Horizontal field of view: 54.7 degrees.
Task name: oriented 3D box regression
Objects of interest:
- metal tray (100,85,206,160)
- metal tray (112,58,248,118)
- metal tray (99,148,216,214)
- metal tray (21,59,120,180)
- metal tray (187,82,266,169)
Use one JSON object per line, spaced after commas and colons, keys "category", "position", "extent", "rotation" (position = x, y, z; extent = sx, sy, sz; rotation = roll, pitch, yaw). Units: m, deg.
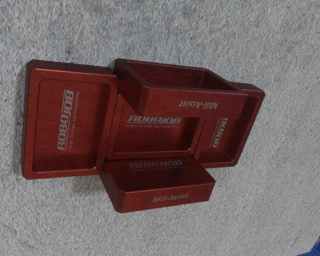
{"category": "metal tray", "position": [-0.006, -0.007, 0.399], "extent": [0.131, 0.030, 0.089], "rotation": [1, 118, -29]}
{"category": "metal tray", "position": [0.021, -0.045, 0.352], "extent": [0.131, 0.090, 0.030], "rotation": [0, 119, -29]}
{"category": "metal tray", "position": [-0.006, 0.061, 0.400], "extent": [0.131, 0.090, 0.030], "rotation": [0, 118, -29]}
{"category": "metal tray", "position": [-0.102, -0.006, 0.346], "extent": [0.091, 0.030, 0.129], "rotation": [0, 118, -29]}
{"category": "metal tray", "position": [0.091, -0.002, 0.456], "extent": [0.091, 0.030, 0.129], "rotation": [0, 118, -29]}
